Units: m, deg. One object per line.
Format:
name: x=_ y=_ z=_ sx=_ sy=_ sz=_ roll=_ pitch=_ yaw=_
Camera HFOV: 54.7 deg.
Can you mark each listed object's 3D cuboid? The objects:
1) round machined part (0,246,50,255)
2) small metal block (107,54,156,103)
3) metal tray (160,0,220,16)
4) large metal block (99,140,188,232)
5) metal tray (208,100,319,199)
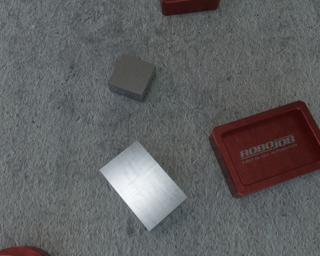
round machined part: x=-0.159 y=0.179 z=0.332 sx=0.099 sy=0.042 sz=0.098 roll=0 pitch=70 yaw=0
small metal block: x=-0.038 y=-0.070 z=0.433 sx=0.050 sy=0.025 sz=0.050 roll=20 pitch=71 yaw=7
metal tray: x=0.039 y=-0.246 z=0.495 sx=0.091 sy=0.030 sz=0.130 roll=-8 pitch=70 yaw=-3
large metal block: x=-0.017 y=0.070 z=0.353 sx=0.050 sy=0.080 sz=0.080 roll=-39 pitch=75 yaw=-13
metal tray: x=0.140 y=0.026 z=0.396 sx=0.131 sy=0.030 sz=0.090 roll=-18 pitch=71 yaw=-7
